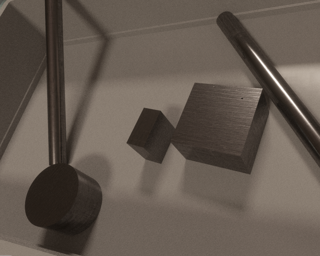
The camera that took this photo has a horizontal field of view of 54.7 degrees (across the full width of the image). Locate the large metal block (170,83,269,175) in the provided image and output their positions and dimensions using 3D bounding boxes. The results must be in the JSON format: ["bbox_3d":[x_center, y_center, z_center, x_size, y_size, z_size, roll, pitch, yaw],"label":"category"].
[{"bbox_3d":[0.070,-0.002,0.353,0.080,0.050,0.080,11,67,32],"label":"large metal block"}]

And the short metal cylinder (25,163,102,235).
[{"bbox_3d":[-0.122,0.091,0.396,0.080,0.050,0.080,-13,56,20],"label":"short metal cylinder"}]

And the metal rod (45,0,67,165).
[{"bbox_3d":[-0.157,-0.095,0.464,0.025,0.025,0.298,-5,85,25],"label":"metal rod"}]

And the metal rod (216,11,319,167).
[{"bbox_3d":[0.136,-0.047,0.362,0.025,0.025,0.299,-28,52,10],"label":"metal rod"}]

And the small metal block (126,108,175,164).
[{"bbox_3d":[-0.009,0.010,0.387,0.025,0.050,0.050,12,68,33],"label":"small metal block"}]
